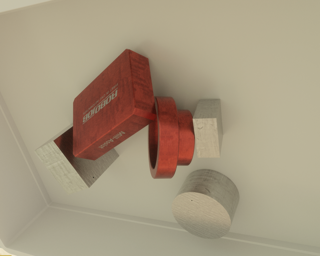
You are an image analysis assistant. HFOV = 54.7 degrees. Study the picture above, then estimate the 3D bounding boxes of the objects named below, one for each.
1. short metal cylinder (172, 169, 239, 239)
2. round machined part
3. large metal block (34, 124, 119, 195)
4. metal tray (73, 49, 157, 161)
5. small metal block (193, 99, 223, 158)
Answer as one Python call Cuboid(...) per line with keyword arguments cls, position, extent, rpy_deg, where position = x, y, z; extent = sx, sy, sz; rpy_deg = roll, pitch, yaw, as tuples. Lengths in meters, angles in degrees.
Cuboid(cls="short metal cylinder", position=(0.063, 0.103, 0.422), extent=(0.080, 0.050, 0.079), rpy_deg=(13, 124, 20))
Cuboid(cls="round machined part", position=(0.013, 0.011, 0.371), extent=(0.042, 0.098, 0.097), rpy_deg=(1, 125, -9))
Cuboid(cls="large metal block", position=(-0.120, 0.038, 0.458), extent=(0.050, 0.080, 0.080), rpy_deg=(-23, 106, 36))
Cuboid(cls="metal tray", position=(-0.063, -0.025, 0.385), extent=(0.030, 0.090, 0.130), rpy_deg=(18, 142, -40))
Cuboid(cls="small metal block", position=(0.057, 0.000, 0.359), extent=(0.025, 0.050, 0.050), rpy_deg=(-2, 118, 17))
